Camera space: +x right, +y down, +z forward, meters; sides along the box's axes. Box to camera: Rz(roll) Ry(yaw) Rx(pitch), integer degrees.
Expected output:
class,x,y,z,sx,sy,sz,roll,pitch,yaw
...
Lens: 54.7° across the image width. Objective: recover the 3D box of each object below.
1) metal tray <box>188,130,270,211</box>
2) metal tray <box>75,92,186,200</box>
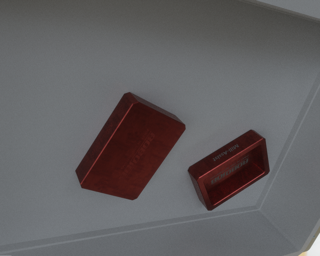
class,x,y,z,sx,sy,sz,roll,pitch,yaw
metal tray,0.118,0.071,0.516,0.131,0.030,0.090,-30,129,-10
metal tray,-0.038,0.028,0.404,0.090,0.030,0.129,25,105,-37
